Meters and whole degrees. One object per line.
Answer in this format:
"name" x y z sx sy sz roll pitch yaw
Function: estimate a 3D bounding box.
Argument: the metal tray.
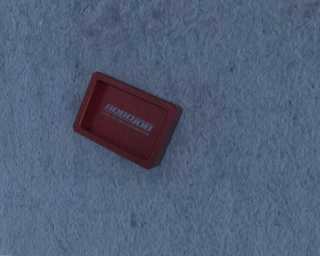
"metal tray" -0.046 -0.012 0.421 0.130 0.030 0.089 25 98 17
